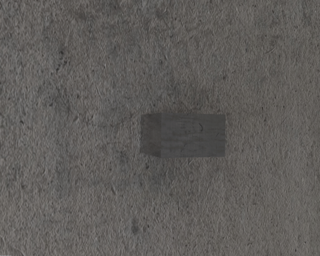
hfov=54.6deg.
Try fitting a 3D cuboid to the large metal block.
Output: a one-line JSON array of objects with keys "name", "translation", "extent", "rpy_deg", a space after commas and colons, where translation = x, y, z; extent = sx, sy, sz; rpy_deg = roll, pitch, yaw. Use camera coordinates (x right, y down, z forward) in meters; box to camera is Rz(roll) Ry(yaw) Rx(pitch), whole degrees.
[{"name": "large metal block", "translation": [0.025, 0.008, 0.389], "extent": [0.081, 0.080, 0.050], "rpy_deg": [1, 90, -20]}]
